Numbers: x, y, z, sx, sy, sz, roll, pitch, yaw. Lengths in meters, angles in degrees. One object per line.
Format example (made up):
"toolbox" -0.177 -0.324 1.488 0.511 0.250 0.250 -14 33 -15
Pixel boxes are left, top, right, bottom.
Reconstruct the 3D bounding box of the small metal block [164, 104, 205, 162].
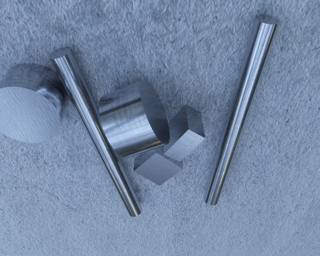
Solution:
"small metal block" 0.029 0.006 0.397 0.025 0.050 0.050 28 125 -22

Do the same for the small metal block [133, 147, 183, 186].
"small metal block" -0.003 0.052 0.452 0.050 0.025 0.050 34 122 -26

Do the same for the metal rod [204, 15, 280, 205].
"metal rod" 0.096 0.003 0.410 0.025 0.025 0.298 4 130 -3

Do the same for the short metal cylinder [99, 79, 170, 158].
"short metal cylinder" -0.028 -0.011 0.362 0.050 0.080 0.080 -19 128 16

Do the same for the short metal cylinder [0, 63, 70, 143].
"short metal cylinder" -0.152 -0.029 0.365 0.081 0.050 0.079 0 130 0

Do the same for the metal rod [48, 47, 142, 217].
"metal rod" -0.076 0.029 0.431 0.025 0.025 0.299 -10 130 8
